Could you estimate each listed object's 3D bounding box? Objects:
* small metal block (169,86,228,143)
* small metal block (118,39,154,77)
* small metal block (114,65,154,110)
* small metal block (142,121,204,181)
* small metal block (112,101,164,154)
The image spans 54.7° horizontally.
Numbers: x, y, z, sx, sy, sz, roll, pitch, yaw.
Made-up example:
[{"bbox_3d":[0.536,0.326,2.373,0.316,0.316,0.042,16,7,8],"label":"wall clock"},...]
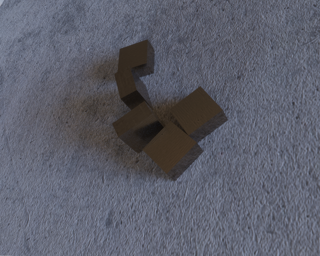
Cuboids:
[{"bbox_3d":[0.048,-0.016,0.389,0.050,0.025,0.050,-37,51,3],"label":"small metal block"},{"bbox_3d":[-0.037,-0.106,0.489,0.050,0.025,0.050,-13,56,21],"label":"small metal block"},{"bbox_3d":[-0.037,-0.051,0.439,0.025,0.050,0.050,-27,52,12],"label":"small metal block"},{"bbox_3d":[0.016,0.028,0.379,0.050,0.025,0.050,-46,51,-4],"label":"small metal block"},{"bbox_3d":[-0.024,0.000,0.400,0.050,0.050,0.025,-35,51,5],"label":"small metal block"}]
